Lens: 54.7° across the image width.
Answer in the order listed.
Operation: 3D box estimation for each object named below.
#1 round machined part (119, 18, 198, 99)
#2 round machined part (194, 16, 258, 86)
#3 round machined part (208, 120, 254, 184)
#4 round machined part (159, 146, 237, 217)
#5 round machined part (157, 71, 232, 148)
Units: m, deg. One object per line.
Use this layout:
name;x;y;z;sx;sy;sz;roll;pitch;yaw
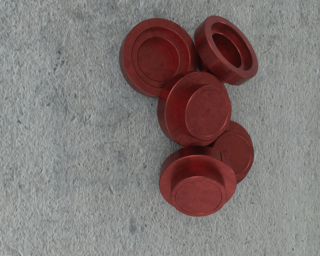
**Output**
round machined part;-0.005;-0.087;0.400;0.099;0.042;0.097;0;90;-21
round machined part;0.083;-0.099;0.418;0.099;0.042;0.098;20;54;-29
round machined part;0.092;0.037;0.437;0.099;0.042;0.097;0;90;-21
round machined part;0.048;0.074;0.393;0.099;0.042;0.097;1;122;2
round machined part;0.050;-0.021;0.385;0.099;0.042;0.097;-6;104;-27
